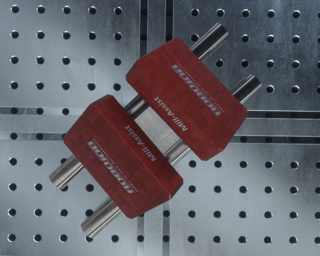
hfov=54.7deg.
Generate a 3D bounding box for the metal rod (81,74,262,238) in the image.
[{"bbox_3d":[0.016,0.037,0.414,0.300,0.025,0.025,-42,91,-1],"label":"metal rod"}]

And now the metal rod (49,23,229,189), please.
[{"bbox_3d":[-0.027,-0.030,0.413,0.300,0.025,0.025,-43,91,-1],"label":"metal rod"}]

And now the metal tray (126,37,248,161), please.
[{"bbox_3d":[0.035,-0.037,0.359,0.130,0.030,0.090,47,46,0],"label":"metal tray"}]

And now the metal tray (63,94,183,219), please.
[{"bbox_3d":[-0.046,0.037,0.359,0.130,0.030,0.090,50,133,-1],"label":"metal tray"}]

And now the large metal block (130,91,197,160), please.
[{"bbox_3d":[0.001,-0.002,0.385,0.080,0.080,0.050,-42,91,0],"label":"large metal block"}]
